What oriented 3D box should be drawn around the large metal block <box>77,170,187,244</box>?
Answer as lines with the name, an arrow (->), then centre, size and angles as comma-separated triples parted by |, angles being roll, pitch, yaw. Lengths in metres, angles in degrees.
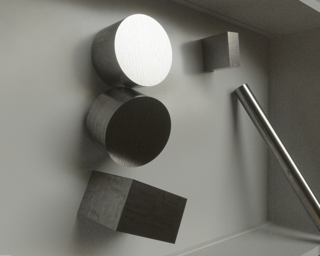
large metal block -> -0.031, 0.087, 0.347 | 0.080, 0.080, 0.050 | 28, 72, -37

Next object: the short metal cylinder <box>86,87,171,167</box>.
short metal cylinder -> -0.035, -0.002, 0.348 | 0.081, 0.050, 0.079 | -14, 115, -31

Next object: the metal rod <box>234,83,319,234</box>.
metal rod -> 0.208, 0.060, 0.506 | 0.025, 0.025, 0.299 | -22, 80, -38

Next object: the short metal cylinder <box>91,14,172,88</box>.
short metal cylinder -> -0.032, -0.087, 0.365 | 0.081, 0.050, 0.079 | 0, 90, -40

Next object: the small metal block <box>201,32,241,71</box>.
small metal block -> 0.092, -0.114, 0.470 | 0.025, 0.050, 0.050 | -9, 96, -40
